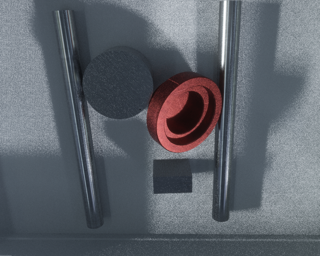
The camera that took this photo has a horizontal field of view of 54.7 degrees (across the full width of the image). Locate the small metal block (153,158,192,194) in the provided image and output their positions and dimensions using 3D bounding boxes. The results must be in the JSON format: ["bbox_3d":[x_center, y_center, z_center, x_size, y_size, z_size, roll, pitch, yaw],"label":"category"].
[{"bbox_3d":[0.016,0.065,0.422,0.050,0.050,0.025,-2,110,0],"label":"small metal block"}]

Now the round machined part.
[{"bbox_3d":[0.025,-0.022,0.378,0.099,0.042,0.097,-19,125,-29],"label":"round machined part"}]

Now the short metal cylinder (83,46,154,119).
[{"bbox_3d":[-0.048,-0.056,0.376,0.081,0.050,0.079,0,110,0],"label":"short metal cylinder"}]

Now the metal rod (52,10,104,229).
[{"bbox_3d":[-0.105,0.003,0.411,0.025,0.025,0.298,-3,110,1],"label":"metal rod"}]

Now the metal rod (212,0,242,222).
[{"bbox_3d":[0.086,-0.007,0.409,0.025,0.025,0.298,-2,110,0],"label":"metal rod"}]
